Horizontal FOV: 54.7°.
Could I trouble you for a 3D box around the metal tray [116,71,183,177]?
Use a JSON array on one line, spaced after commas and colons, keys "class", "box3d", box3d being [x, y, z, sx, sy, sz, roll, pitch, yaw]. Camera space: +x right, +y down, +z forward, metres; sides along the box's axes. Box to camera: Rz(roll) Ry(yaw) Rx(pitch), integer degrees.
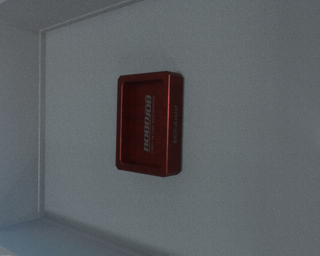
[{"class": "metal tray", "box3d": [-0.016, -0.006, 0.411, 0.090, 0.030, 0.129, 2, 91, 39]}]
